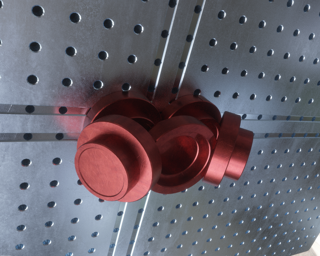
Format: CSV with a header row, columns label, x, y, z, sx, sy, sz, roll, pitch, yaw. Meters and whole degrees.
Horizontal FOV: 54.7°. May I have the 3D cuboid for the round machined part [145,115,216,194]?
label,x,y,z,sx,sy,sz,roll,pitch,yaw
round machined part,0.016,0.028,0.372,0.099,0.042,0.097,-14,125,-21

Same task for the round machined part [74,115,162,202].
label,x,y,z,sx,sy,sz,roll,pitch,yaw
round machined part,-0.051,0.038,0.331,0.042,0.098,0.097,-39,144,-55

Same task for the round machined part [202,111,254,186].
label,x,y,z,sx,sy,sz,roll,pitch,yaw
round machined part,0.090,0.030,0.404,0.042,0.098,0.097,18,115,8

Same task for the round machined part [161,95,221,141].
label,x,y,z,sx,sy,sz,roll,pitch,yaw
round machined part,0.045,0.007,0.430,0.099,0.042,0.097,-14,125,-21

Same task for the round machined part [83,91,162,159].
label,x,y,z,sx,sy,sz,roll,pitch,yaw
round machined part,-0.041,0.007,0.383,0.099,0.042,0.097,-14,125,-21
